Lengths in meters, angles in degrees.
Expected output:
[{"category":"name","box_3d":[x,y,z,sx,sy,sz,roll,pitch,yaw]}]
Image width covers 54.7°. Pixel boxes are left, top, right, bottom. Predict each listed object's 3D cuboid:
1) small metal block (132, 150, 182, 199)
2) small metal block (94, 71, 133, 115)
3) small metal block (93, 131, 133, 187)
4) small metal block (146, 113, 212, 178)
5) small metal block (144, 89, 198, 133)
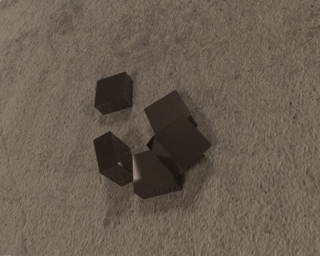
[{"category":"small metal block","box_3d":[-0.004,0.053,0.372,0.050,0.025,0.050,-17,55,17]},{"category":"small metal block","box_3d":[-0.069,-0.052,0.471,0.050,0.025,0.050,-14,56,20]},{"category":"small metal block","box_3d":[-0.056,0.040,0.391,0.025,0.050,0.050,-29,52,10]},{"category":"small metal block","box_3d":[0.022,0.020,0.353,0.050,0.025,0.050,48,57,7]},{"category":"small metal block","box_3d":[0.013,-0.014,0.405,0.050,0.025,0.050,-31,52,7]}]
